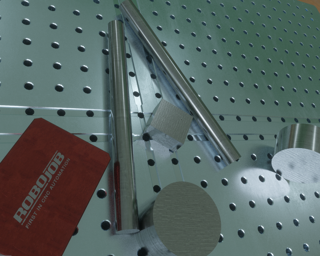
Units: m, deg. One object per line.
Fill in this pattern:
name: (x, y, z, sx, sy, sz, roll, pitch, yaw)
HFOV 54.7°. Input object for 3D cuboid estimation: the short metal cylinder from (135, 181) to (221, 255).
short metal cylinder: (0.019, 0.105, 0.340, 0.081, 0.050, 0.080, 14, 56, -21)

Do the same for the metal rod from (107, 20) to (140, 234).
metal rod: (-0.050, -0.022, 0.395, 0.025, 0.025, 0.299, 7, 58, -25)

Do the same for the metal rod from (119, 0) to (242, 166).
metal rod: (0.025, -0.075, 0.468, 0.025, 0.025, 0.299, -24, 75, -37)

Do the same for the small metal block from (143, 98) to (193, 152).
small metal block: (0.012, -0.004, 0.418, 0.050, 0.025, 0.050, 30, 52, -9)

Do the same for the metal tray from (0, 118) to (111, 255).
metal tray: (-0.116, 0.062, 0.305, 0.090, 0.030, 0.130, 30, 52, -10)

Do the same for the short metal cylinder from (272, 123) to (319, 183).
short metal cylinder: (0.214, 0.039, 0.467, 0.080, 0.080, 0.050, 33, 51, -7)
